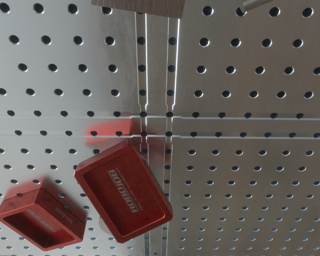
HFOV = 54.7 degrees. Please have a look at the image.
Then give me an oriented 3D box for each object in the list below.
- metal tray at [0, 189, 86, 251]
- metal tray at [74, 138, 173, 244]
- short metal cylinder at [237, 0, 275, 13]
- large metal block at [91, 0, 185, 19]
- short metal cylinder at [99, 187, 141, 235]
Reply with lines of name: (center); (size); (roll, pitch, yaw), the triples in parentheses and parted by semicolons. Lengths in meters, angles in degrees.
metal tray: (-0.206, 0.167, 0.547); (0.090, 0.030, 0.130); (-20, 128, 16)
metal tray: (-0.049, 0.091, 0.442); (0.090, 0.030, 0.130); (-27, 105, 4)
short metal cylinder: (0.080, -0.144, 0.254); (0.050, 0.080, 0.080); (-19, 128, 16)
large metal block: (-0.014, -0.149, 0.268); (0.081, 0.050, 0.079); (7, 130, -6)
short metal cylinder: (-0.057, 0.138, 0.512); (0.081, 0.050, 0.079); (0, 130, 0)
